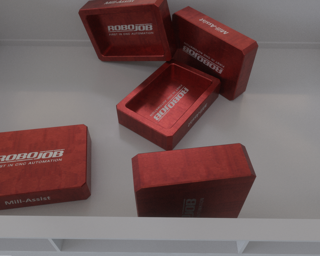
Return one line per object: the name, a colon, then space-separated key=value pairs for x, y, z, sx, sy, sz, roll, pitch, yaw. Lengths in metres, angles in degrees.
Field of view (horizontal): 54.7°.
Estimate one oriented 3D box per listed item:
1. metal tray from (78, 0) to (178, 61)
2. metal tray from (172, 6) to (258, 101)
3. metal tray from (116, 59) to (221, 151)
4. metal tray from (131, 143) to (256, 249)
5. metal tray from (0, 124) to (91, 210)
metal tray: x=-0.046 y=-0.146 z=0.464 sx=0.130 sy=0.090 sz=0.030 roll=5 pitch=48 yaw=24
metal tray: x=0.072 y=-0.110 z=0.455 sx=0.030 sy=0.090 sz=0.130 roll=-36 pitch=59 yaw=-26
metal tray: x=0.014 y=-0.038 z=0.433 sx=0.090 sy=0.030 sz=0.131 roll=29 pitch=56 yaw=22
metal tray: x=0.025 y=0.068 z=0.280 sx=0.091 sy=0.129 sz=0.030 roll=-6 pitch=51 yaw=-5
metal tray: x=-0.149 y=0.044 z=0.363 sx=0.131 sy=0.030 sz=0.090 roll=-6 pitch=50 yaw=-5
